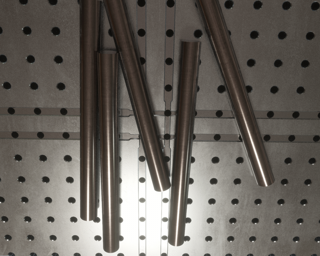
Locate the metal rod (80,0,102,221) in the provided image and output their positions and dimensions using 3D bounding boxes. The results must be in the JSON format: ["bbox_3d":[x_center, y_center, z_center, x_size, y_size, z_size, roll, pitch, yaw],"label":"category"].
[{"bbox_3d":[-0.093,-0.009,0.408,0.025,0.025,0.298,4,110,-2],"label":"metal rod"}]

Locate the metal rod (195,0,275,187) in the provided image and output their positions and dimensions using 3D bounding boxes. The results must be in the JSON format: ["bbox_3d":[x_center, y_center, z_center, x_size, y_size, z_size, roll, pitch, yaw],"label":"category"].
[{"bbox_3d":[0.096,-0.053,0.395,0.025,0.025,0.299,-21,109,7],"label":"metal rod"}]

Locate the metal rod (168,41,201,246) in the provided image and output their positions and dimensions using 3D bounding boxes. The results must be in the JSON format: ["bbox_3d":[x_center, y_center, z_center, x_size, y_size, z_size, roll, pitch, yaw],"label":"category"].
[{"bbox_3d":[0.031,0.034,0.426,0.025,0.025,0.298,2,110,-1],"label":"metal rod"}]

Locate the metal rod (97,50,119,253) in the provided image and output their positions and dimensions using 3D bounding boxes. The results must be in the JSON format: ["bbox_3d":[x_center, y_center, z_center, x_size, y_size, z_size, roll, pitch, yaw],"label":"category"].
[{"bbox_3d":[-0.069,0.048,0.423,0.025,0.025,0.298,2,113,-1],"label":"metal rod"}]

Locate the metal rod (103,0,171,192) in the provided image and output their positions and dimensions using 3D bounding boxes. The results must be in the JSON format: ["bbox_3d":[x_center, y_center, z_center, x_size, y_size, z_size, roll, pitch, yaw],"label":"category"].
[{"bbox_3d":[-0.029,-0.052,0.393,0.025,0.025,0.298,-12,110,4],"label":"metal rod"}]
